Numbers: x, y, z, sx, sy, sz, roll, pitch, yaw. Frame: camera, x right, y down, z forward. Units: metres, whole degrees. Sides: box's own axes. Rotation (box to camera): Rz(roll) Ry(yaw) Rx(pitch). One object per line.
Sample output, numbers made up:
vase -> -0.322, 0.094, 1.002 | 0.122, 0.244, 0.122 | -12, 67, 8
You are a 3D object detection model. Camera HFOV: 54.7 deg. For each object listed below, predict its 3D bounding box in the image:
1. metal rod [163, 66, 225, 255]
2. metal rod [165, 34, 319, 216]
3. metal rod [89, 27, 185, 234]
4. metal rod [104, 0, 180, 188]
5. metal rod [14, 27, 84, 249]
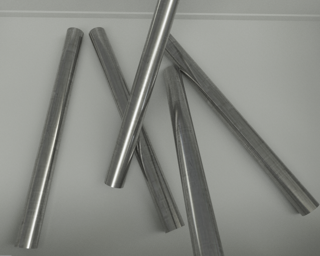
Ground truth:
metal rod -> 0.030, 0.027, 0.334 | 0.025, 0.025, 0.300 | -5, 45, -2
metal rod -> 0.095, -0.015, 0.415 | 0.025, 0.025, 0.300 | -34, 74, -12
metal rod -> -0.038, -0.011, 0.413 | 0.025, 0.025, 0.299 | -21, 71, -7
metal rod -> -0.014, -0.072, 0.374 | 0.025, 0.025, 0.298 | 17, 95, 6
metal rod -> -0.140, -0.002, 0.409 | 0.025, 0.025, 0.299 | 5, 70, 2
